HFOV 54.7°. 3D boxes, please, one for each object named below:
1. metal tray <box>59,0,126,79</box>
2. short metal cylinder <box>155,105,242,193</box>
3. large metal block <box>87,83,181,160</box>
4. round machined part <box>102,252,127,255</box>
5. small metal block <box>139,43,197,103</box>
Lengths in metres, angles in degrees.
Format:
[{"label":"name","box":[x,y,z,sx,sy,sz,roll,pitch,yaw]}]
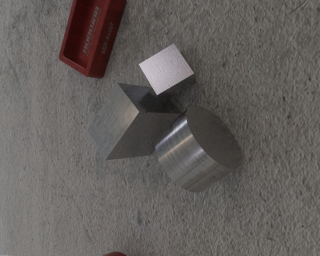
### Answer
[{"label":"metal tray","box":[-0.110,-0.155,0.492,0.090,0.030,0.129,33,110,35]},{"label":"short metal cylinder","box":[0.042,0.022,0.335,0.050,0.081,0.080,-43,64,32]},{"label":"large metal block","box":[-0.032,-0.007,0.395,0.050,0.081,0.080,52,121,27]},{"label":"round machined part","box":[-0.054,0.225,0.439,0.098,0.042,0.097,0,90,40]},{"label":"small metal block","box":[0.010,-0.067,0.383,0.050,0.025,0.050,-30,68,3]}]
